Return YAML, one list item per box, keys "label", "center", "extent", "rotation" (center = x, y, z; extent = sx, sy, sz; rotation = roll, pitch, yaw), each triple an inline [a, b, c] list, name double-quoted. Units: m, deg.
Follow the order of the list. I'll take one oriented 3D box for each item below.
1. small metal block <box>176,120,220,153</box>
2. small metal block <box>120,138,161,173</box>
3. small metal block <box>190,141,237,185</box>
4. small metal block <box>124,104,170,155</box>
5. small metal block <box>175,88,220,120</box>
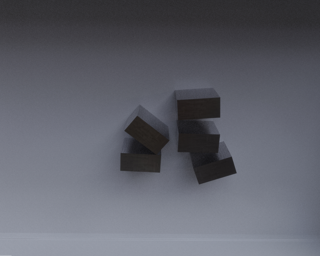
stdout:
- label: "small metal block"
  center: [0.047, 0.010, 0.402]
  extent: [0.050, 0.050, 0.025]
  rotation: [2, 110, -1]
- label: "small metal block"
  center: [-0.024, 0.035, 0.411]
  extent: [0.050, 0.050, 0.025]
  rotation: [3, 110, -2]
- label: "small metal block"
  center: [0.070, 0.046, 0.416]
  extent: [0.050, 0.050, 0.025]
  rotation: [-18, 109, 6]
- label: "small metal block"
  center: [-0.016, 0.001, 0.398]
  extent: [0.050, 0.050, 0.025]
  rotation: [38, 105, -13]
- label: "small metal block"
  center: [0.046, -0.031, 0.387]
  extent: [0.050, 0.050, 0.025]
  rotation: [-4, 110, 1]
